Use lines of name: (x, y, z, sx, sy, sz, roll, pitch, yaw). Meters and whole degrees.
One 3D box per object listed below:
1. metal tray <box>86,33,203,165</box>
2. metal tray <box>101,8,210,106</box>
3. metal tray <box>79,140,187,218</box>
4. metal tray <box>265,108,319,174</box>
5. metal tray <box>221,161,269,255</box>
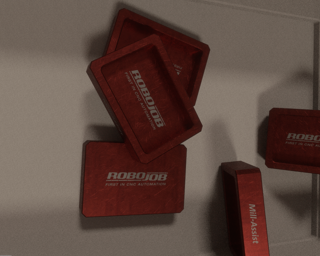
metal tray: (-0.016, -0.034, 0.369, 0.091, 0.030, 0.129, -30, 100, -18)
metal tray: (-0.006, -0.086, 0.406, 0.131, 0.030, 0.090, 18, 84, -20)
metal tray: (-0.033, 0.063, 0.397, 0.131, 0.030, 0.089, 3, 89, -21)
metal tray: (0.224, 0.019, 0.445, 0.130, 0.030, 0.089, 5, 96, 22)
metal tray: (0.111, 0.114, 0.413, 0.030, 0.090, 0.129, -6, 90, -1)
